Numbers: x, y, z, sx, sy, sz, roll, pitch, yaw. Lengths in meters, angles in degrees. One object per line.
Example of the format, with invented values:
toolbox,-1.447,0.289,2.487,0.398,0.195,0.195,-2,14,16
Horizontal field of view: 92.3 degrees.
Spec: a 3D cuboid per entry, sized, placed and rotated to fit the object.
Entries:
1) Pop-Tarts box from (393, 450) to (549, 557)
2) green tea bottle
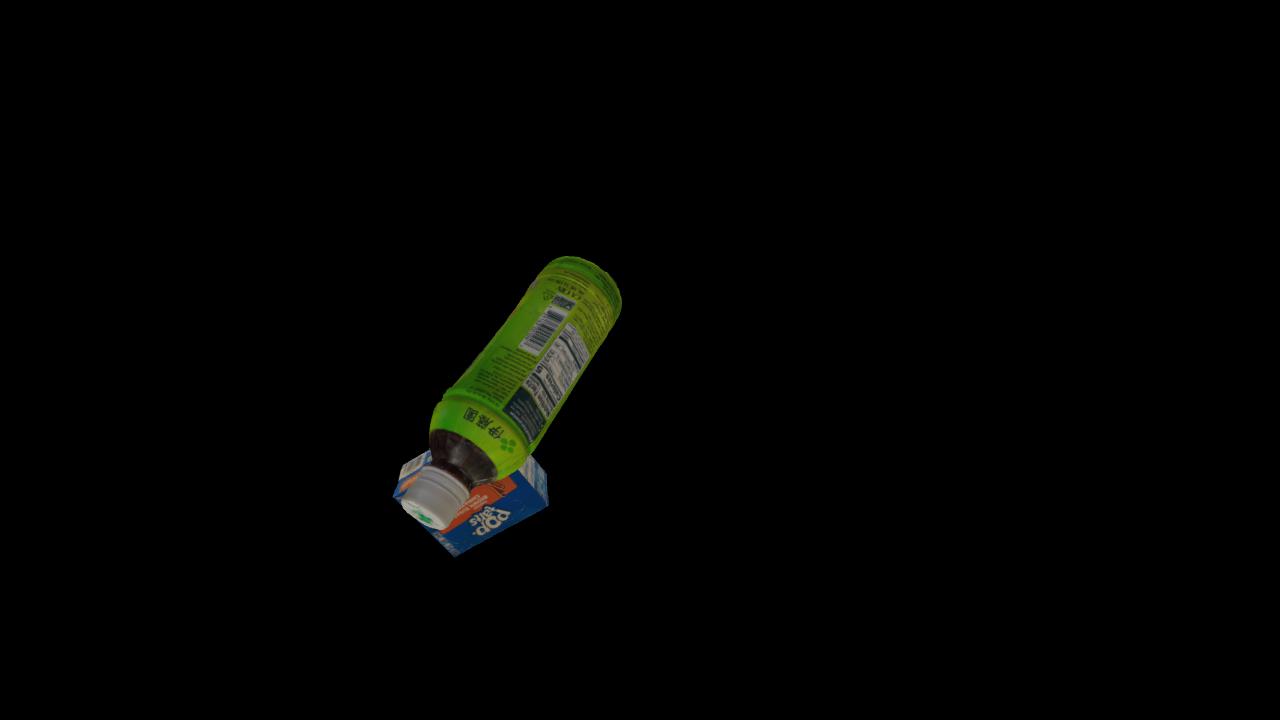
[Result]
Pop-Tarts box,-0.242,0.183,0.899,0.167,0.141,0.083,-29,27,7
green tea bottle,-0.084,0.016,0.415,0.073,0.073,0.212,0,42,32
